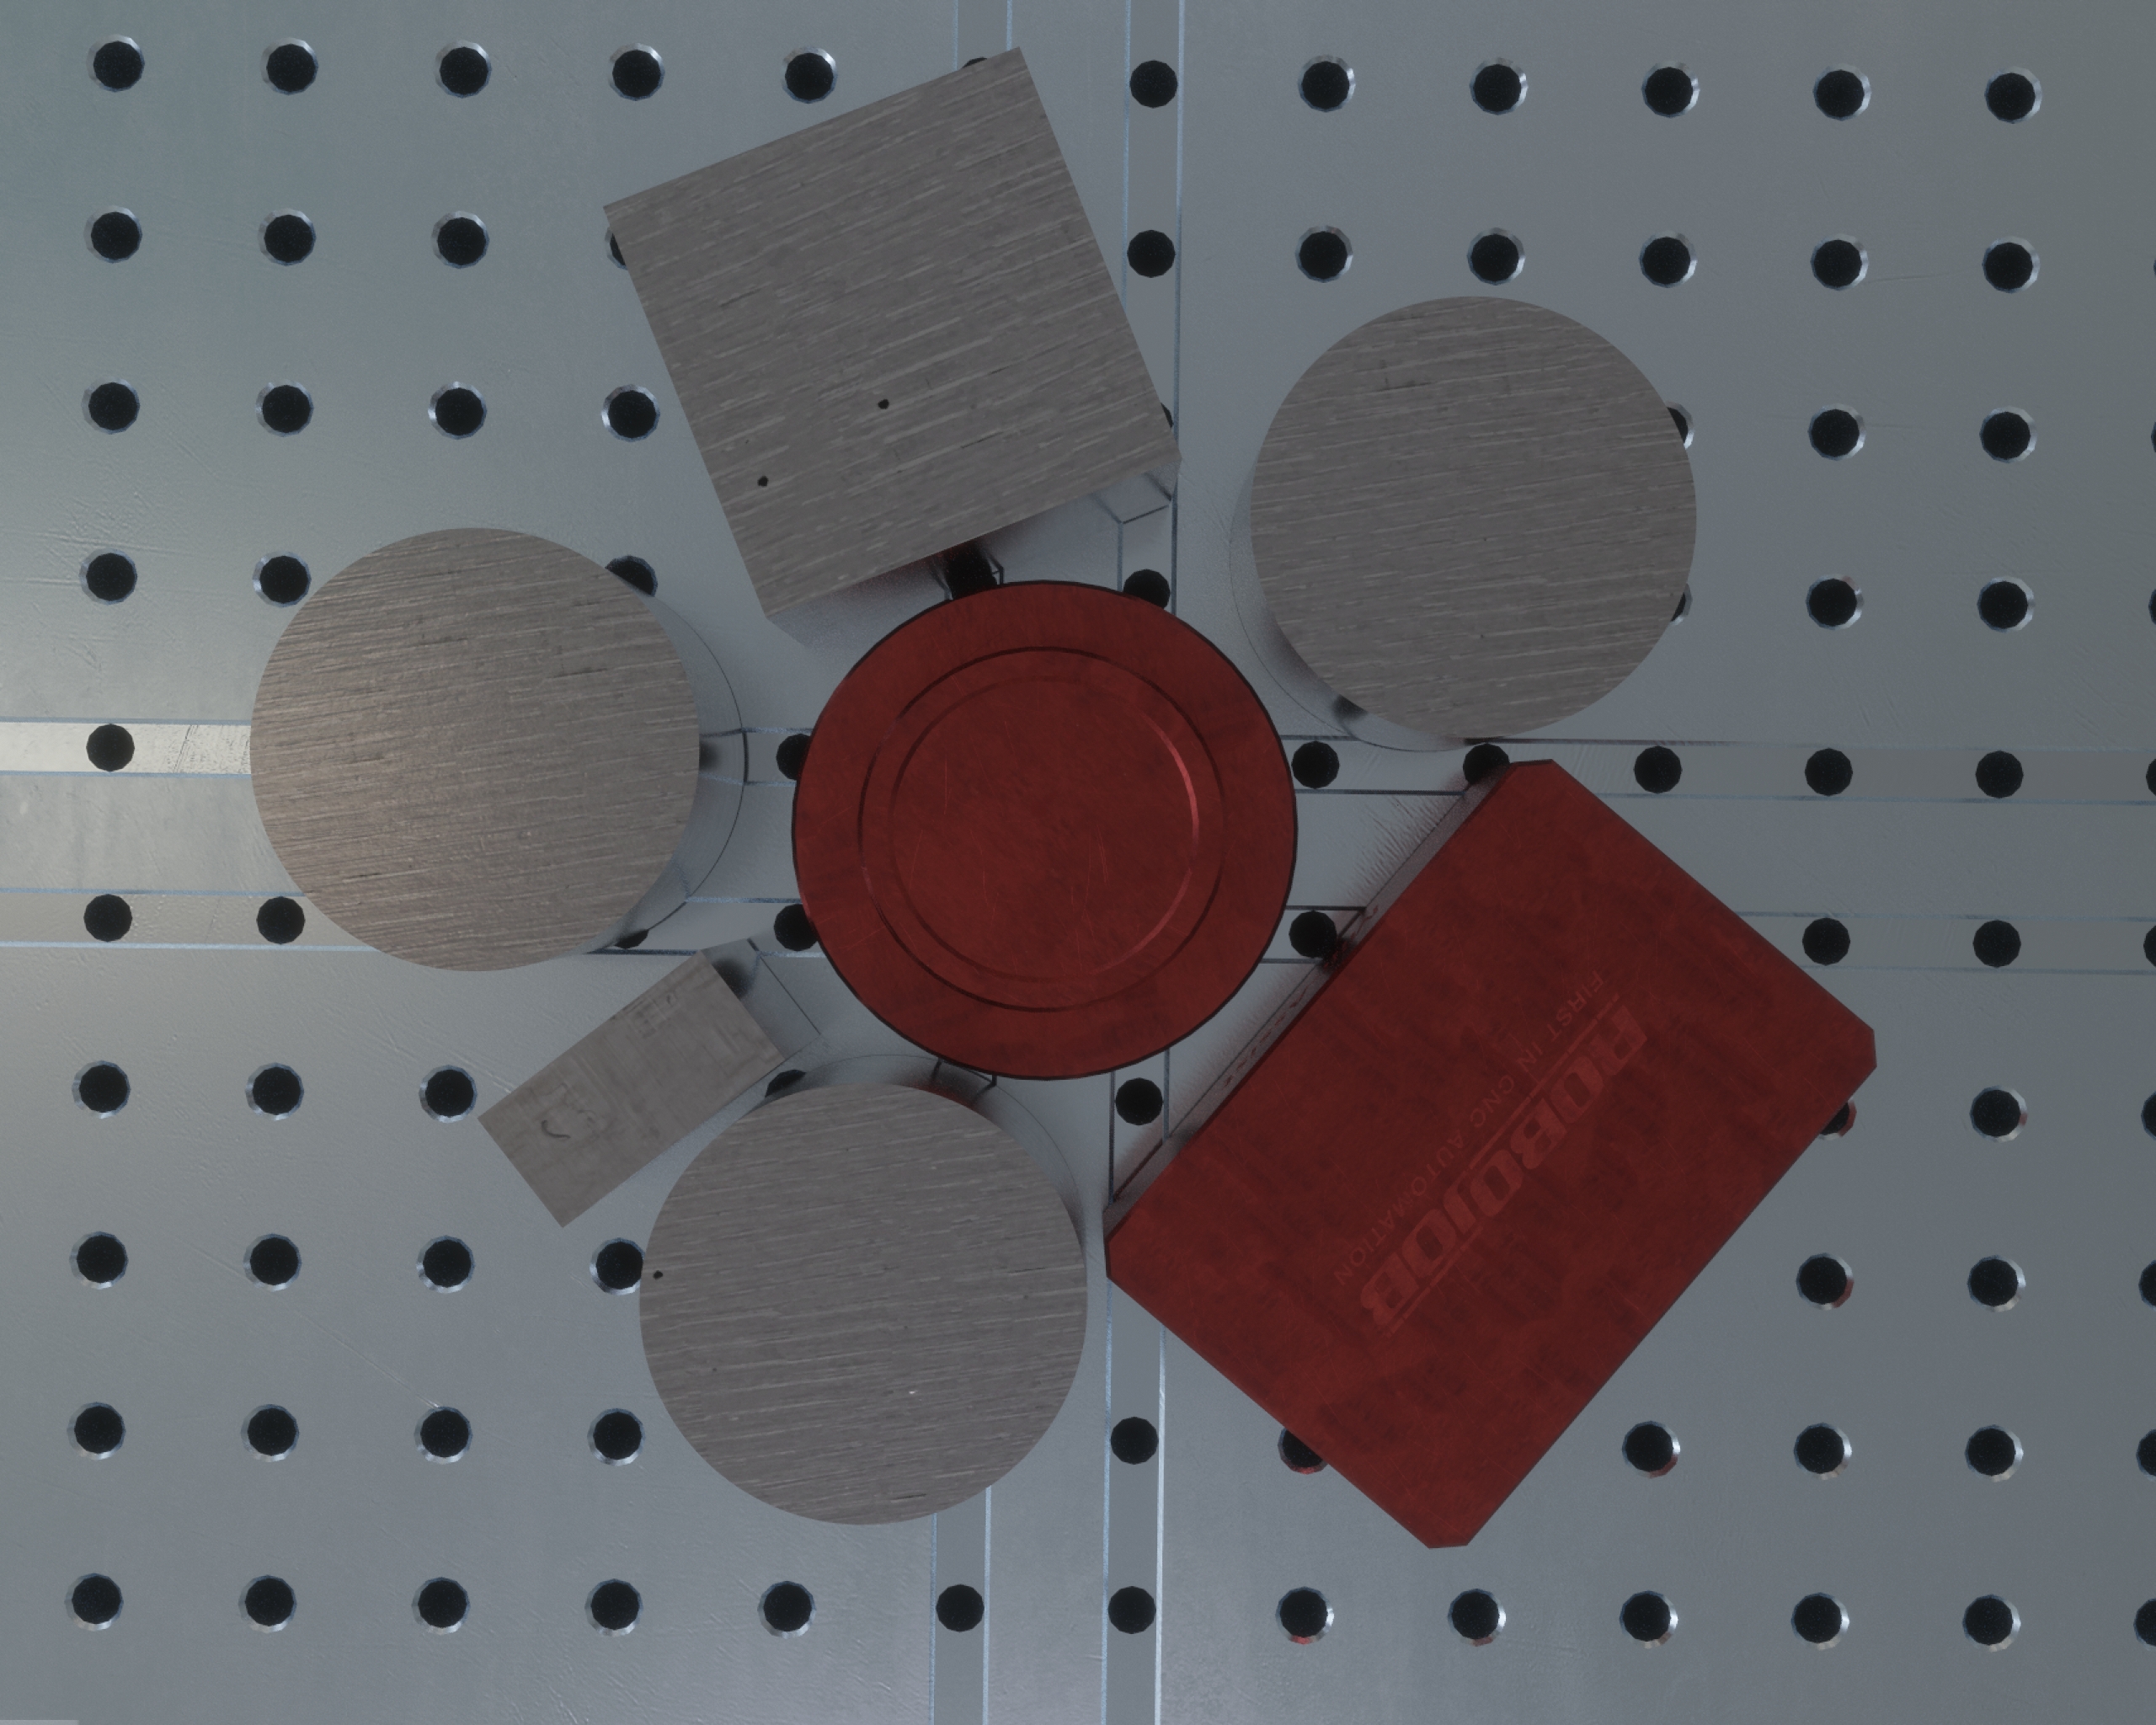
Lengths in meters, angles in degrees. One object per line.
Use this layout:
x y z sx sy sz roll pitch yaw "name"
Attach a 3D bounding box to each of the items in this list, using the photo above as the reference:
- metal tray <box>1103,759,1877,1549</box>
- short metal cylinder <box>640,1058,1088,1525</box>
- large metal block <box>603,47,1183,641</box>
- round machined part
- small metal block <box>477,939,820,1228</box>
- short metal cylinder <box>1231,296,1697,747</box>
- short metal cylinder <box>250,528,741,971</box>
0.079 0.055 0.410 0.090 0.030 0.130 41 89 0 "metal tray"
-0.038 0.079 0.400 0.081 0.050 0.080 0 90 0 "short metal cylinder"
-0.033 -0.096 0.400 0.080 0.050 0.080 -21 90 0 "large metal block"
-0.006 -0.006 0.404 0.099 0.042 0.097 0 90 0 "round machined part"
-0.080 0.041 0.399 0.050 0.050 0.025 -37 90 0 "small metal block"
0.071 -0.062 0.401 0.081 0.050 0.080 0 90 0 "short metal cylinder"
-0.108 -0.020 0.399 0.081 0.050 0.080 0 90 0 "short metal cylinder"
